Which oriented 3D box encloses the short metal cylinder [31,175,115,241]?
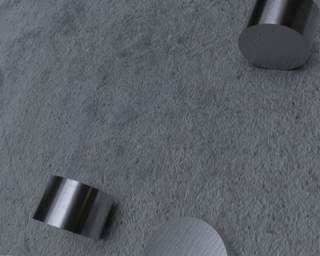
[{"bbox_3d":[-0.100,0.094,0.364,0.080,0.080,0.050,6,65,31],"label":"short metal cylinder"}]

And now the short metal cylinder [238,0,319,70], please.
[{"bbox_3d":[0.139,-0.113,0.365,0.080,0.080,0.050,11,68,33],"label":"short metal cylinder"}]

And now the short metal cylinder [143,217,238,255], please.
[{"bbox_3d":[0.031,0.130,0.292,0.080,0.050,0.080,-13,56,21],"label":"short metal cylinder"}]
